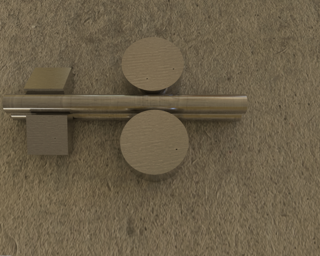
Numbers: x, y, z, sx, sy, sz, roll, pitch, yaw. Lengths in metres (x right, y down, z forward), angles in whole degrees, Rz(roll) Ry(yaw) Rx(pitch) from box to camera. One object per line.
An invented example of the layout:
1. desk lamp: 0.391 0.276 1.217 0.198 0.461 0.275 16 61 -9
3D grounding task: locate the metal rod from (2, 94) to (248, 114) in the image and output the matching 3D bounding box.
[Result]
1. metal rod: -0.043 -0.031 0.394 0.302 0.025 0.025 0 70 0

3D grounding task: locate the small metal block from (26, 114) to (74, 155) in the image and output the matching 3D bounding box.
1. small metal block: -0.139 0.007 0.395 0.050 0.025 0.050 1 97 -1

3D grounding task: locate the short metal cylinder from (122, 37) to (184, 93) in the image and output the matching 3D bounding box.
1. short metal cylinder: -0.009 -0.076 0.423 0.081 0.050 0.080 0 70 0

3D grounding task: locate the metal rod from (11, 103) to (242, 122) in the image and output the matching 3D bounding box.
1. metal rod: -0.044 -0.022 0.417 0.302 0.025 0.025 0 70 0

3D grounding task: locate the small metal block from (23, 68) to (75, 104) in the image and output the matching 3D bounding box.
1. small metal block: -0.148 -0.058 0.419 0.050 0.025 0.050 0 43 0

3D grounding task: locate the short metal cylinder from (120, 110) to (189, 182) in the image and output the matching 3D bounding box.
1. short metal cylinder: -0.006 0.024 0.387 0.081 0.050 0.080 0 70 0
